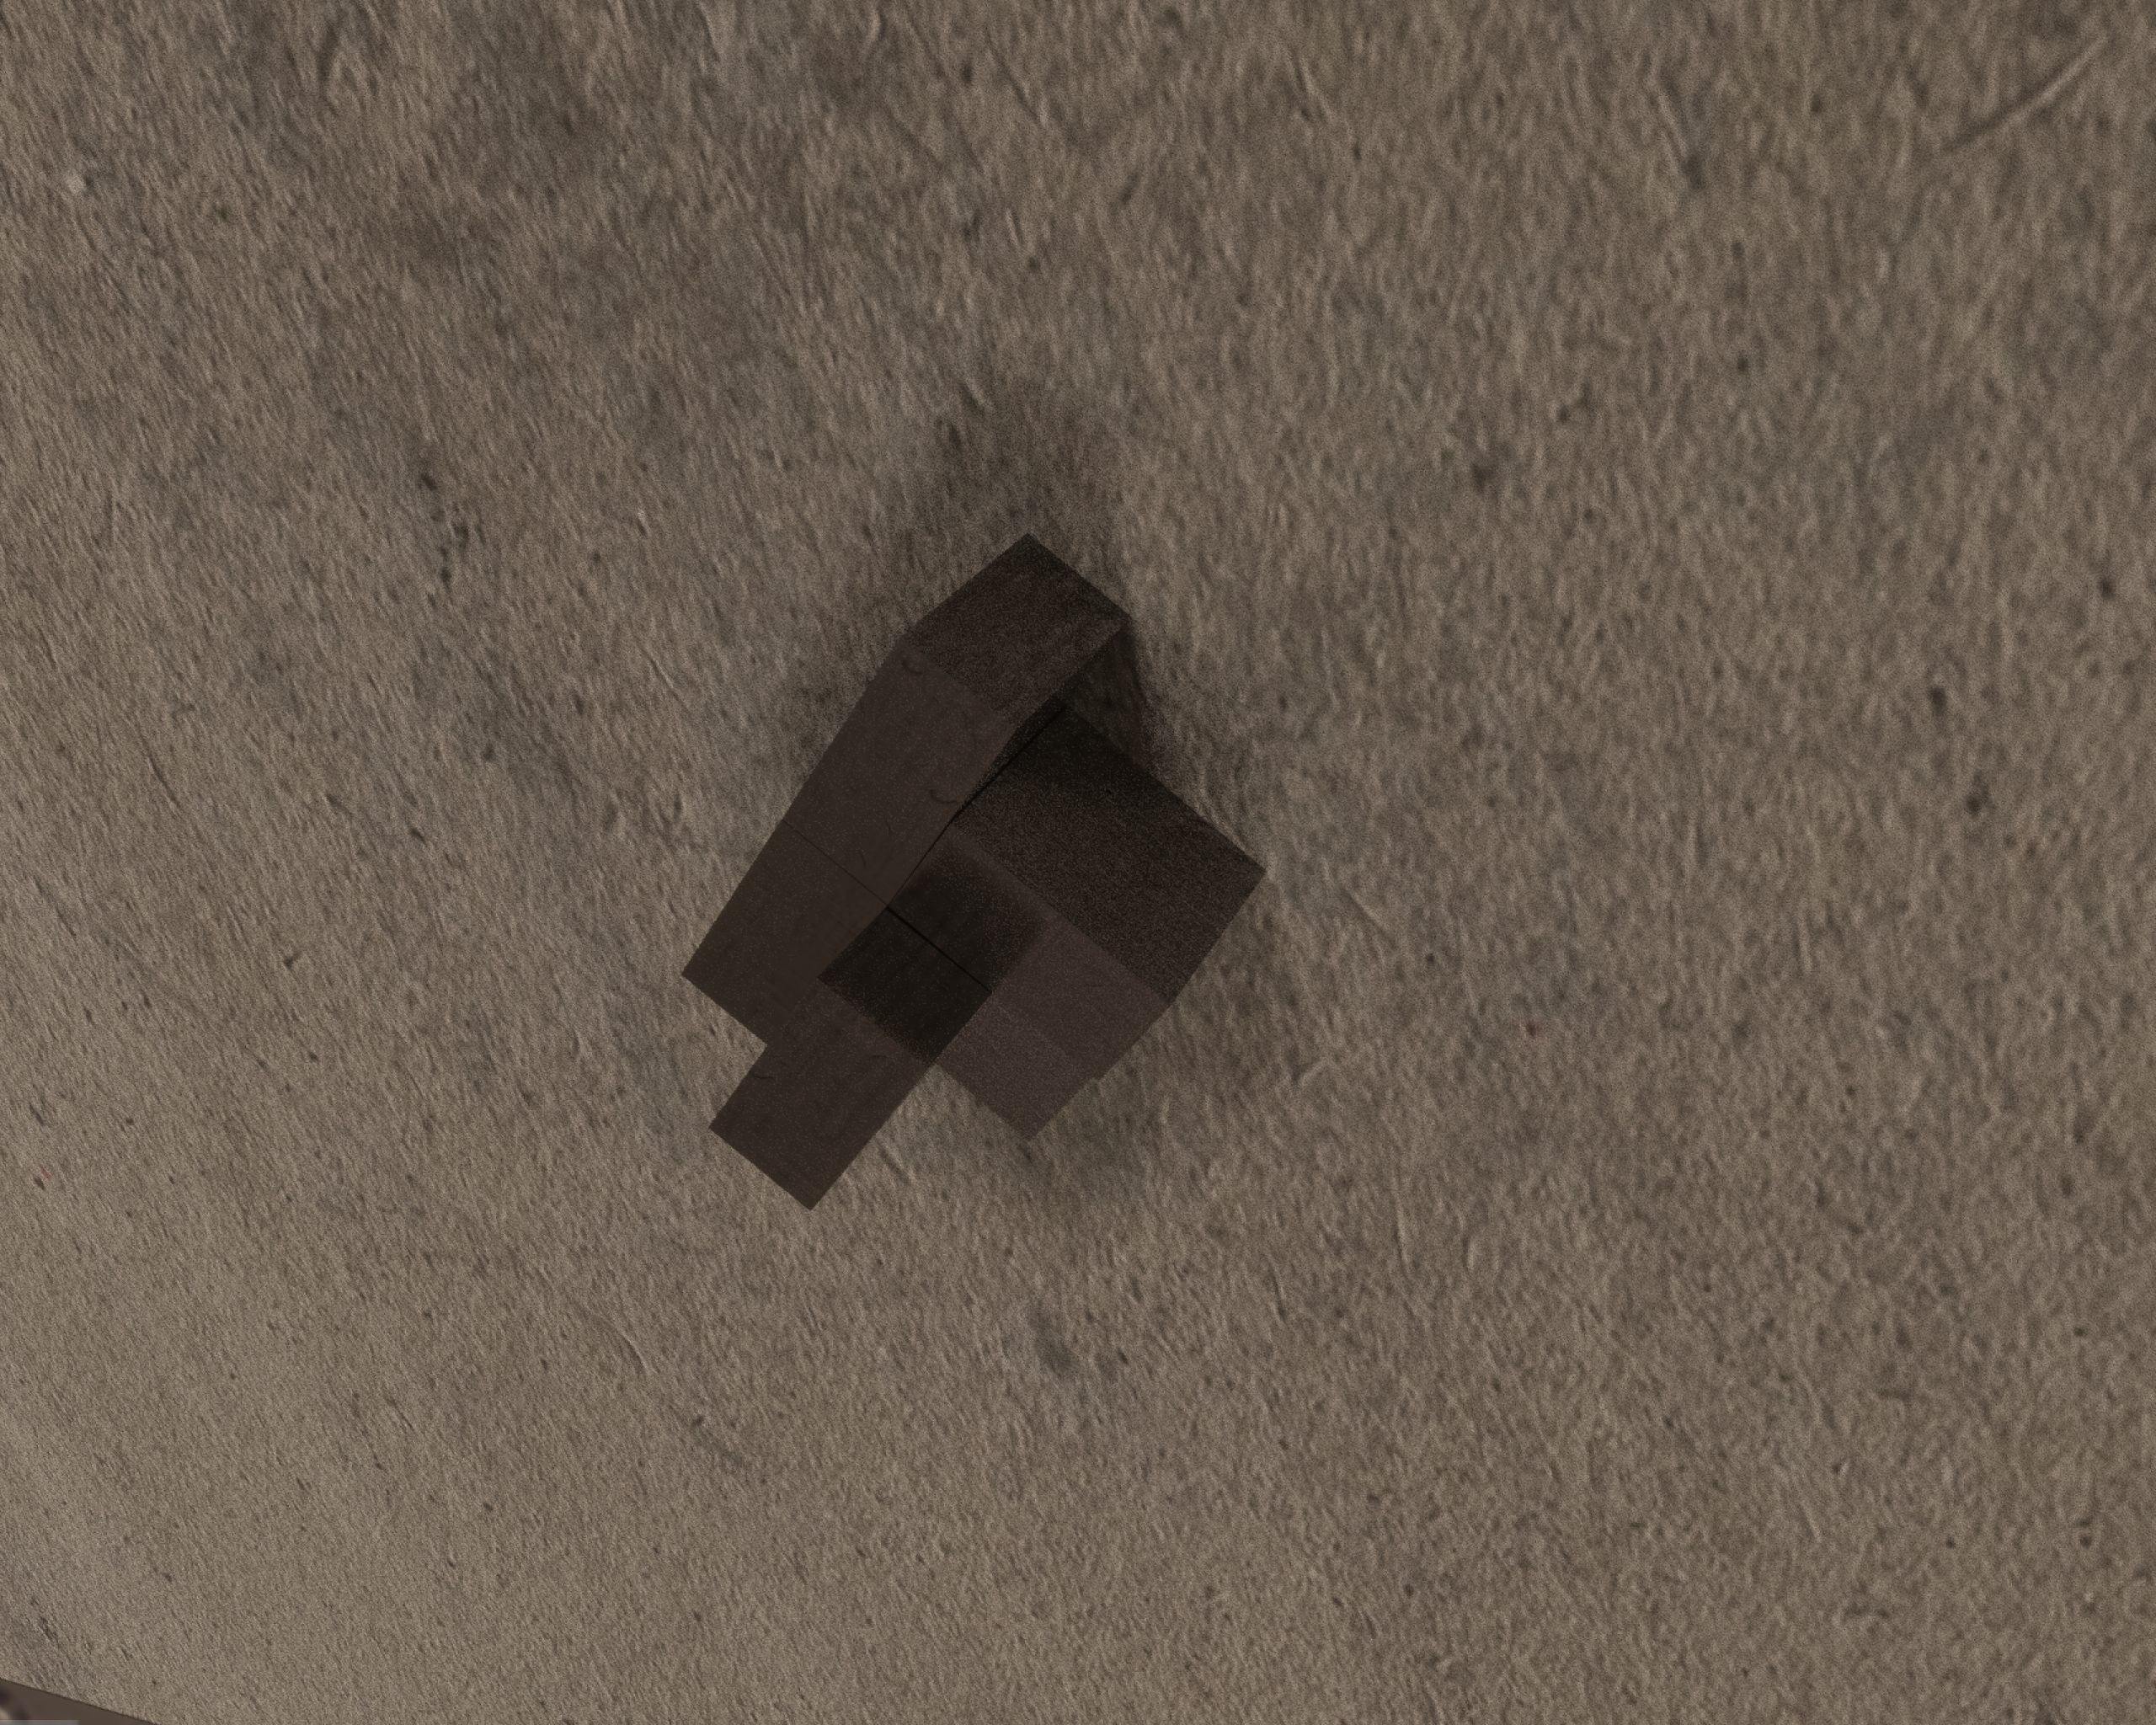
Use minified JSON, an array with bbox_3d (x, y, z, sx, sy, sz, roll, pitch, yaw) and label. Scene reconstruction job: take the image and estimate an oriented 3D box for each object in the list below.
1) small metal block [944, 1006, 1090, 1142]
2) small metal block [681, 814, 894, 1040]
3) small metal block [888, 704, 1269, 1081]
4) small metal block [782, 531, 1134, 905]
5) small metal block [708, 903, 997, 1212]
[{"bbox_3d":[-0.011,0.021,0.426,0.050,0.025,0.050,40,129,0],"label":"small metal block"},{"bbox_3d":[-0.046,0.003,0.416,0.025,0.050,0.050,40,129,1],"label":"small metal block"},{"bbox_3d":[0.001,0.005,0.393,0.050,0.050,0.025,40,129,0],"label":"small metal block"},{"bbox_3d":[-0.022,-0.027,0.385,0.025,0.050,0.050,40,129,1],"label":"small metal block"},{"bbox_3d":[-0.037,0.031,0.397,0.025,0.050,0.050,40,129,1],"label":"small metal block"}]
